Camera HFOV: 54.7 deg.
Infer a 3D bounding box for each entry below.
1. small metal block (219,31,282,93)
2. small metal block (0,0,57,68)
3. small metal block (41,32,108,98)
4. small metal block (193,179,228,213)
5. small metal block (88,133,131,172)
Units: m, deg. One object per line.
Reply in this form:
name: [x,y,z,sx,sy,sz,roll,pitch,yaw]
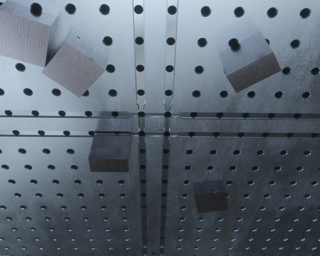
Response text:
small metal block: [0.096,-0.072,0.336,0.050,0.050,0.025,-27,125,20]
small metal block: [-0.141,-0.098,0.326,0.050,0.025,0.050,15,129,-13]
small metal block: [-0.096,-0.070,0.350,0.050,0.025,0.050,35,121,-27]
small metal block: [0.083,0.113,0.509,0.050,0.025,0.050,-9,130,7]
small metal block: [-0.067,0.033,0.423,0.050,0.050,0.025,1,130,-1]
